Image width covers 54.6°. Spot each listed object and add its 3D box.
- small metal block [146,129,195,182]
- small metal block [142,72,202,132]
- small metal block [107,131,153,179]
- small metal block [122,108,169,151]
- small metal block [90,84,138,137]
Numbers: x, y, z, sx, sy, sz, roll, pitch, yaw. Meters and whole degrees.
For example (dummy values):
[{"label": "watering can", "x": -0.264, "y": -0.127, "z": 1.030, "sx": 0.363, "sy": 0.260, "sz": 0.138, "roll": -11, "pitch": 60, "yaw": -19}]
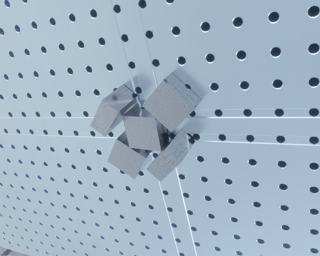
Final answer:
[{"label": "small metal block", "x": 0.015, "y": 0.036, "z": 0.410, "sx": 0.025, "sy": 0.050, "sz": 0.050, "roll": 41, "pitch": 129, "yaw": 1}, {"label": "small metal block", "x": 0.014, "y": -0.031, "z": 0.385, "sx": 0.050, "sy": 0.025, "sz": 0.050, "roll": 42, "pitch": 130, "yaw": -1}, {"label": "small metal block", "x": -0.044, "y": 0.040, "z": 0.460, "sx": 0.050, "sy": 0.025, "sz": 0.050, "roll": 33, "pitch": 128, "yaw": 6}, {"label": "small metal block", "x": -0.019, "y": 0.002, "z": 0.422, "sx": 0.050, "sy": 0.025, "sz": 0.050, "roll": 4, "pitch": 119, "yaw": 27}, {"label": "small metal block", "x": -0.061, "y": -0.023, "z": 0.413, "sx": 0.025, "sy": 0.050, "sz": 0.050, "roll": 37, "pitch": 130, "yaw": 2}]
